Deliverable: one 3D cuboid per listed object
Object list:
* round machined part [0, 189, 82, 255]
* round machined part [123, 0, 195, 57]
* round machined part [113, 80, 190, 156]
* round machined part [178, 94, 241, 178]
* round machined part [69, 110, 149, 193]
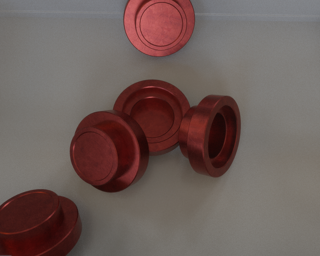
[{"bbox_3d":[-0.138,0.103,0.332,0.099,0.042,0.098,-5,26,3],"label":"round machined part"},{"bbox_3d":[0.000,-0.145,0.423,0.099,0.097,0.042,-7,30,-3],"label":"round machined part"},{"bbox_3d":[-0.010,-0.010,0.404,0.099,0.042,0.098,0,70,0],"label":"round machined part"},{"bbox_3d":[0.059,0.008,0.377,0.042,0.098,0.098,10,67,36],"label":"round machined part"},{"bbox_3d":[-0.066,0.029,0.362,0.098,0.042,0.097,5,100,27],"label":"round machined part"}]
